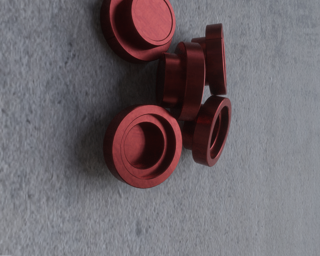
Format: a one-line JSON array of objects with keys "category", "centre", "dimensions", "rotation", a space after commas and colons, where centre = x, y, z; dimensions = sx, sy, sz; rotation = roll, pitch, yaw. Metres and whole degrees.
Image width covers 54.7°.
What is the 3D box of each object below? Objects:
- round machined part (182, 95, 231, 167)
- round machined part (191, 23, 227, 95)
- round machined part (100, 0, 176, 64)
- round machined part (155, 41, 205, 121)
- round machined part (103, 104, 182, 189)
[{"category": "round machined part", "centre": [0.064, 0.002, 0.433], "dimensions": [0.099, 0.042, 0.097], "rotation": [-42, 139, -50]}, {"category": "round machined part", "centre": [0.069, -0.093, 0.433], "dimensions": [0.098, 0.042, 0.097], "rotation": [-4, 91, -76]}, {"category": "round machined part", "centre": [-0.019, -0.130, 0.379], "dimensions": [0.099, 0.042, 0.097], "rotation": [0, 90, -40]}, {"category": "round machined part", "centre": [0.020, -0.058, 0.386], "dimensions": [0.042, 0.098, 0.097], "rotation": [3, 88, -10]}, {"category": "round machined part", "centre": [-0.024, 0.020, 0.372], "dimensions": [0.099, 0.042, 0.097], "rotation": [-4, 97, -37]}]
